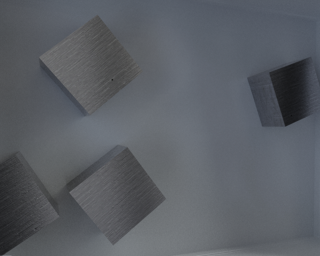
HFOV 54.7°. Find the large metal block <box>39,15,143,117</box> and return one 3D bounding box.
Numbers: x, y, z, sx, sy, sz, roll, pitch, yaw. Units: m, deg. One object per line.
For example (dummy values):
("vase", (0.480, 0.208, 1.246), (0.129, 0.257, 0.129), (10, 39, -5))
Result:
("large metal block", (-0.082, -0.070, 0.367), (0.080, 0.050, 0.080), (-43, 104, -15))

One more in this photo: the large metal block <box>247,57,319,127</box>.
("large metal block", (0.190, -0.053, 0.467), (0.081, 0.050, 0.080), (-22, 98, -19))

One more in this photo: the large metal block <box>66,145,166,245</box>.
("large metal block", (-0.054, 0.078, 0.377), (0.080, 0.050, 0.080), (-38, 103, -16))

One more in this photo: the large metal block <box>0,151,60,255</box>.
("large metal block", (-0.168, 0.082, 0.335), (0.080, 0.050, 0.080), (-34, 101, -17))
